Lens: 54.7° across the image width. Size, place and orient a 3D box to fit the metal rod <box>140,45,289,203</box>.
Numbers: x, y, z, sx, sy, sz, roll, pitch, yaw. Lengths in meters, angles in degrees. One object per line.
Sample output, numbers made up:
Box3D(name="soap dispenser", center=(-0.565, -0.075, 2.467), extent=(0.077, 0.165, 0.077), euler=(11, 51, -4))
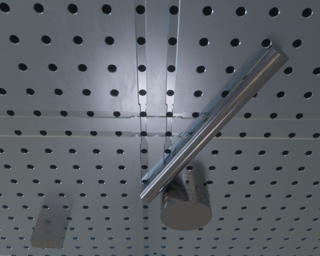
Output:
Box3D(name="metal rod", center=(0.055, 0.014, 0.423), extent=(0.025, 0.025, 0.298), euler=(25, 126, -20))

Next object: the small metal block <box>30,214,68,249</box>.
Box3D(name="small metal block", center=(-0.195, 0.184, 0.550), extent=(0.050, 0.050, 0.025), euler=(5, 130, -5))

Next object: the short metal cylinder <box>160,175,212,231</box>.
Box3D(name="short metal cylinder", center=(0.041, 0.122, 0.500), extent=(0.081, 0.050, 0.079), euler=(0, 130, 0))
